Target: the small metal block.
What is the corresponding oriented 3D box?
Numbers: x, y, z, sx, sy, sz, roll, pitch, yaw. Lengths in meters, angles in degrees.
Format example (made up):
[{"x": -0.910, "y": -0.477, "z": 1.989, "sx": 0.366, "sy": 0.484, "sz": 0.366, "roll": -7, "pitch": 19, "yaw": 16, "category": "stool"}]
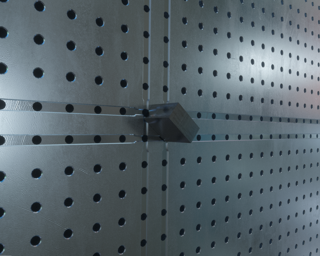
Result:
[{"x": 0.015, "y": -0.006, "z": 0.407, "sx": 0.050, "sy": 0.050, "sz": 0.025, "roll": 48, "pitch": 62, "yaw": -30, "category": "small metal block"}]
